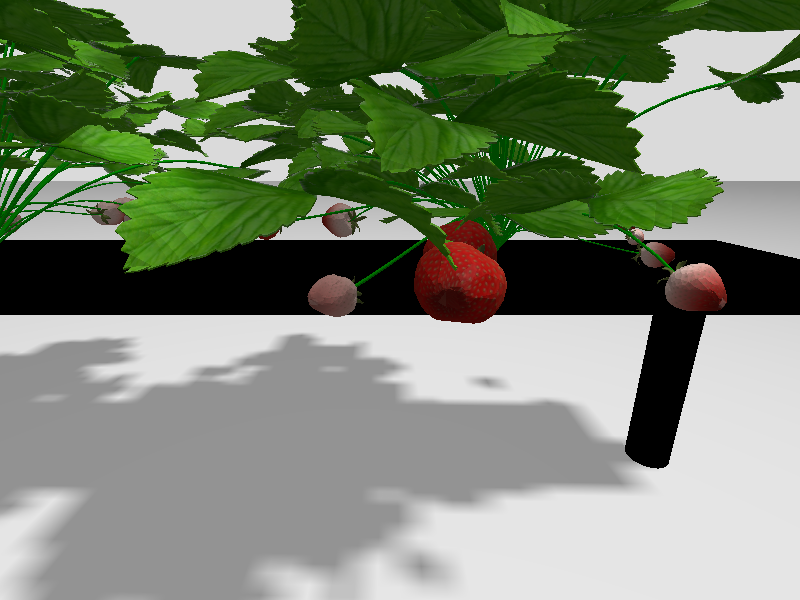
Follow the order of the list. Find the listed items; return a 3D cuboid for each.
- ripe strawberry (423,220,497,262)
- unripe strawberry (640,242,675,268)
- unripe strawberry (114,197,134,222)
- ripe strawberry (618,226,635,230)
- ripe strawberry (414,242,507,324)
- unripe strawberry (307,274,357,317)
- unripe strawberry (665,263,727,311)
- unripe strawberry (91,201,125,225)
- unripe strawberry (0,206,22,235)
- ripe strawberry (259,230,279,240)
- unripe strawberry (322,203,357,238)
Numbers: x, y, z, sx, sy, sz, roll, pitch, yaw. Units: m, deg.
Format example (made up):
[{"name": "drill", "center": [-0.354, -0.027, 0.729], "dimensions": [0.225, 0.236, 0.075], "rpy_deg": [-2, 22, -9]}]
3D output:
[{"name": "ripe strawberry", "center": [0.032, -0.022, 0.226], "dimensions": [0.042, 0.044, 0.046], "rpy_deg": [7, 20, 21]}, {"name": "unripe strawberry", "center": [0.188, -0.033, 0.292], "dimensions": [0.022, 0.019, 0.022], "rpy_deg": [11, 21, 29]}, {"name": "unripe strawberry", "center": [-0.370, -0.124, 0.547], "dimensions": [0.036, 0.033, 0.033], "rpy_deg": [0, 18, -1]}, {"name": "ripe strawberry", "center": [0.265, -0.096, 0.464], "dimensions": [0.033, 0.033, 0.036], "rpy_deg": [10, 9, -37]}, {"name": "ripe strawberry", "center": [0.026, -0.007, 0.182], "dimensions": [0.043, 0.037, 0.043], "rpy_deg": [6, 20, 18]}, {"name": "unripe strawberry", "center": [-0.033, -0.001, 0.192], "dimensions": [0.024, 0.021, 0.022], "rpy_deg": [12, 22, 33]}, {"name": "unripe strawberry", "center": [0.151, -0.005, 0.202], "dimensions": [0.024, 0.025, 0.026], "rpy_deg": [-7, 36, -22]}, {"name": "unripe strawberry", "center": [-0.370, -0.111, 0.510], "dimensions": [0.036, 0.031, 0.036], "rpy_deg": [0, 18, -1]}, {"name": "unripe strawberry", "center": [-0.436, -0.087, 0.438], "dimensions": [0.035, 0.031, 0.032], "rpy_deg": [-13, 22, -35]}, {"name": "ripe strawberry", "center": [-0.147, -0.082, 0.420], "dimensions": [0.038, 0.037, 0.035], "rpy_deg": [5, 19, 17]}, {"name": "unripe strawberry", "center": [-0.067, -0.086, 0.432], "dimensions": [0.038, 0.037, 0.035], "rpy_deg": [10, 20, 28]}]
